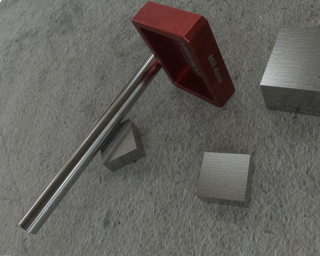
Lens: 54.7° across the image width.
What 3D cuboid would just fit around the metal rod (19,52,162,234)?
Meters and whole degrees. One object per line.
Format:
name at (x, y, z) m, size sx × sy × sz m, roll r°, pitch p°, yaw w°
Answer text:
metal rod at (-0.075, 0.003, 0.407) m, size 0.025 × 0.025 × 0.300 m, roll 27°, pitch 76°, yaw 37°

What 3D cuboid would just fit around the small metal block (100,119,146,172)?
small metal block at (-0.052, 0.023, 0.415) m, size 0.050 × 0.025 × 0.050 m, roll -27°, pitch 53°, yaw 11°

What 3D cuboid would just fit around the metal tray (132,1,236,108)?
metal tray at (0.032, -0.084, 0.370) m, size 0.090 × 0.130 × 0.030 m, roll 32°, pitch 80°, yaw 38°

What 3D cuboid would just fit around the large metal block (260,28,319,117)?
large metal block at (0.165, -0.061, 0.339) m, size 0.080 × 0.050 × 0.080 m, roll 12°, pitch 68°, yaw 33°

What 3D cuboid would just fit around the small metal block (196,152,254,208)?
small metal block at (0.071, 0.055, 0.332) m, size 0.050 × 0.025 × 0.050 m, roll 1°, pitch 62°, yaw 28°
